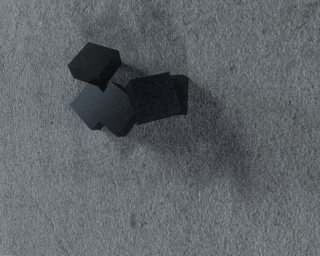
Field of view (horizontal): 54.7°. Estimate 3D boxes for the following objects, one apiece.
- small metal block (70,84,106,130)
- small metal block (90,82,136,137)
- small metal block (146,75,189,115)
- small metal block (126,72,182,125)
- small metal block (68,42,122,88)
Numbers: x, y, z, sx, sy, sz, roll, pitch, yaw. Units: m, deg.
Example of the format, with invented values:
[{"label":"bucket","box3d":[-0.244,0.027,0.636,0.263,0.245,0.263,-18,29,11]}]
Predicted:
[{"label":"small metal block","box3d":[-0.091,-0.032,0.441,0.050,0.025,0.050,-46,76,14]},{"label":"small metal block","box3d":[-0.053,-0.024,0.400,0.050,0.025,0.050,39,102,15]},{"label":"small metal block","box3d":[0.009,-0.043,0.406,0.050,0.025,0.050,2,91,19]},{"label":"small metal block","box3d":[-0.008,-0.035,0.372,0.050,0.025,0.050,-15,84,-21]},{"label":"small metal block","box3d":[-0.089,-0.088,0.428,0.050,0.025,0.050,20,60,18]}]
